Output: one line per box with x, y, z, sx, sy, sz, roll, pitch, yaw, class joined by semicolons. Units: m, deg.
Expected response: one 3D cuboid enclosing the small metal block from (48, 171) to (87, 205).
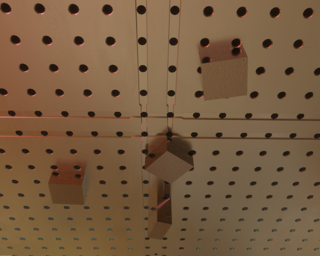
-0.145;0.096;0.492;0.050;0.025;0.050;3;130;-3;small metal block

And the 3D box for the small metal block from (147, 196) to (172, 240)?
-0.001;0.152;0.524;0.025;0.050;0.050;15;129;-12;small metal block

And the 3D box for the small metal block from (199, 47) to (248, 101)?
0.073;-0.062;0.359;0.050;0.025;0.050;-7;130;6;small metal block

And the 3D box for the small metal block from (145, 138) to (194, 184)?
0.013;0.050;0.454;0.050;0.025;0.050;32;123;-25;small metal block
